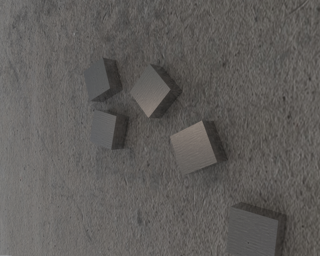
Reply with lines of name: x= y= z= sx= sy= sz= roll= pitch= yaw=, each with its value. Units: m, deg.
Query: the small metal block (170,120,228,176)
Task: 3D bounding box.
small metal block: x=0.045 y=0.024 z=0.368 sx=0.050 sy=0.025 sz=0.050 roll=-28 pitch=72 yaw=36

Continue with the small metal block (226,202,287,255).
small metal block: x=0.100 y=0.110 z=0.323 sx=0.050 sy=0.025 sz=0.050 roll=8 pitch=95 yaw=39

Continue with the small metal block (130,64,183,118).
small metal block: x=-0.006 y=-0.048 z=0.410 sx=0.050 sy=0.025 sz=0.050 roll=-51 pitch=60 yaw=28

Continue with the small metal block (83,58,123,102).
small metal block: x=-0.089 y=-0.073 z=0.478 sx=0.050 sy=0.025 sz=0.050 roll=-24 pitch=75 yaw=37

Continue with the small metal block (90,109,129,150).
small metal block: x=-0.077 y=0.002 z=0.469 sx=0.050 sy=0.025 sz=0.050 roll=17 pitch=101 yaw=38
